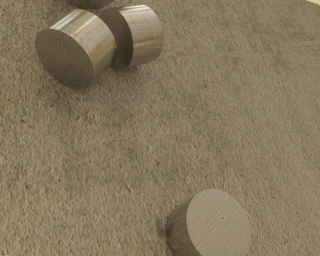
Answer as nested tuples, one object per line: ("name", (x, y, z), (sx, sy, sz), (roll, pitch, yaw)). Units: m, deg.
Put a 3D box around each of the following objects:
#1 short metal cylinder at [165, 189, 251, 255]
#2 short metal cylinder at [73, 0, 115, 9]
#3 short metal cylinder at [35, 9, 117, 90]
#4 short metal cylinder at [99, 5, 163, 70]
("short metal cylinder", (0.053, 0.114, 0.346), (0.081, 0.050, 0.080), (14, 56, -21))
("short metal cylinder", (-0.099, -0.222, 0.450), (0.081, 0.080, 0.050), (-14, 69, -34))
("short metal cylinder", (-0.099, -0.093, 0.372), (0.080, 0.080, 0.050), (36, 51, -5))
("short metal cylinder", (-0.041, -0.123, 0.421), (0.050, 0.080, 0.080), (-24, 75, -36))
